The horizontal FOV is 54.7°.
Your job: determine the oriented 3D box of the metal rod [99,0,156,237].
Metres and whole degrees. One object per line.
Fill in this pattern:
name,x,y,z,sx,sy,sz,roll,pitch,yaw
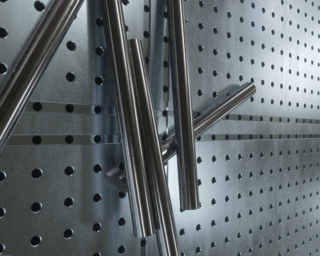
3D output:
metal rod,-0.039,-0.027,0.357,0.025,0.025,0.298,-8,89,-40

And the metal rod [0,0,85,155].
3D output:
metal rod,-0.107,-0.108,0.320,0.025,0.025,0.299,34,69,-35

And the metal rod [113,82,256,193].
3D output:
metal rod,0.055,-0.001,0.457,0.302,0.025,0.025,-34,111,-35

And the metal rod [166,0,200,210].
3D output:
metal rod,0.029,-0.045,0.412,0.025,0.025,0.298,2,82,-40

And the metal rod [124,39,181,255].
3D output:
metal rod,-0.008,0.041,0.372,0.025,0.025,0.298,-7,85,-40
